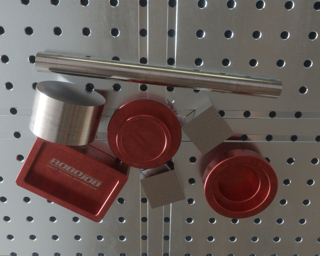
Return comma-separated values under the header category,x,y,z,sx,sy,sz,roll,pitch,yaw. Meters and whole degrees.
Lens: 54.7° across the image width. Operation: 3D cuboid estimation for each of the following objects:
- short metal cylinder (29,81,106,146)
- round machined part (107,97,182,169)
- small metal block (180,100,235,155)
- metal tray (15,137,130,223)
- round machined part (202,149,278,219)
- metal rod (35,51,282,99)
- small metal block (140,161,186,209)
category,x,y,z,sx,sy,sz,roll,pitch,yaw
short metal cylinder,-0.112,-0.020,0.376,0.080,0.080,0.050,17,109,-6
round machined part,-0.021,0.010,0.407,0.099,0.042,0.097,0,107,0
small metal block,0.062,-0.001,0.414,0.050,0.025,0.050,-36,106,12
metal tray,-0.120,0.066,0.434,0.131,0.030,0.090,29,108,-10
round machined part,0.108,0.073,0.432,0.099,0.042,0.097,0,110,0
metal rod,0.001,-0.066,0.388,0.302,0.025,0.025,6,110,-3
small metal block,0.004,0.082,0.444,0.050,0.025,0.050,-18,109,6
